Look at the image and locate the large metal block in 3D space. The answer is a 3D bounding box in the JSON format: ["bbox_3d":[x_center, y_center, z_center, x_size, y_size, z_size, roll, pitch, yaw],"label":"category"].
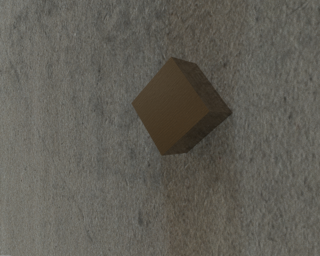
[{"bbox_3d":[0.024,-0.024,0.370,0.080,0.050,0.080,-45,63,30],"label":"large metal block"}]
